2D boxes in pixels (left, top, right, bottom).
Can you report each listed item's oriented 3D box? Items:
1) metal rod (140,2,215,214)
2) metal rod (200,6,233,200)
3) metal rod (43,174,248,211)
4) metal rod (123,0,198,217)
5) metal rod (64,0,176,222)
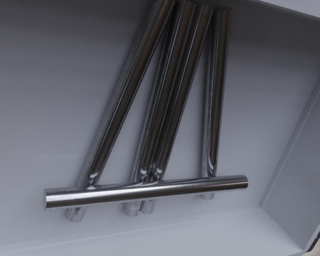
[{"bbox_3d":[0.014,-0.008,0.410,0.025,0.025,0.298,1,118,-29],"label":"metal rod"},{"bbox_3d":[0.076,-0.013,0.440,0.025,0.025,0.298,-15,125,-20],"label":"metal rod"},{"bbox_3d":[0.001,0.085,0.426,0.303,0.025,0.025,1,118,-29],"label":"metal rod"},{"bbox_3d":[-0.007,-0.008,0.398,0.025,0.025,0.298,1,118,-29],"label":"metal rod"},{"bbox_3d":[-0.055,-0.010,0.371,0.025,0.025,0.298,13,112,-34],"label":"metal rod"}]
